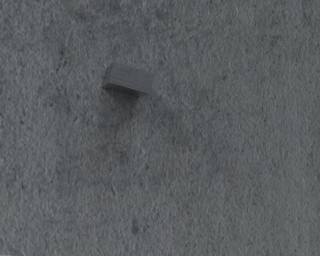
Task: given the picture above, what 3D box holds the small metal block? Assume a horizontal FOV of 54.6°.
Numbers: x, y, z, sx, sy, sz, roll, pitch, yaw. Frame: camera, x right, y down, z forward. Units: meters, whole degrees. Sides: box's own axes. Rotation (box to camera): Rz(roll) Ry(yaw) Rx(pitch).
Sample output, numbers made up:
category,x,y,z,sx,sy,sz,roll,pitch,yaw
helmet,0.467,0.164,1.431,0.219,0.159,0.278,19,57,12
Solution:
category,x,y,z,sx,sy,sz,roll,pitch,yaw
small metal block,-0.040,-0.058,0.381,0.050,0.050,0.025,14,86,-20
